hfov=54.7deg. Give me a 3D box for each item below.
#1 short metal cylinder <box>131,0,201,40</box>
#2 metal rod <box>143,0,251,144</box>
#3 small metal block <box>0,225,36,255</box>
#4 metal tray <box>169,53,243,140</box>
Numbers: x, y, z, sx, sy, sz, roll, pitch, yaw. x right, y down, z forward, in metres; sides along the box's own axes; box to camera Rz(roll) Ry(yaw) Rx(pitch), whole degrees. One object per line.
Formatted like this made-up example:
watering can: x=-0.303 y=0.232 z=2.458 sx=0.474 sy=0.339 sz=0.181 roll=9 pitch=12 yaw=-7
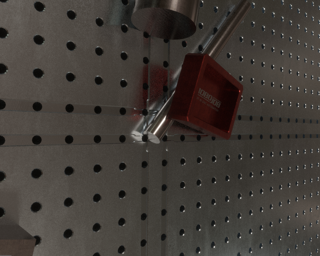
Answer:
short metal cylinder: x=0.009 y=-0.150 z=0.382 sx=0.081 sy=0.080 sz=0.050 roll=16 pitch=80 yaw=-39
metal rod: x=0.067 y=-0.099 z=0.467 sx=0.025 sy=0.025 sz=0.301 roll=50 pitch=60 yaw=-29
small metal block: x=-0.145 y=0.104 z=0.272 sx=0.050 sy=0.050 sz=0.025 roll=16 pitch=80 yaw=-39
metal tray: x=0.071 y=-0.040 z=0.442 sx=0.131 sy=0.030 sz=0.090 roll=21 pitch=83 yaw=-51
